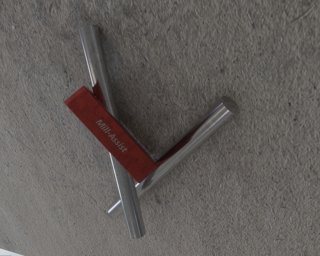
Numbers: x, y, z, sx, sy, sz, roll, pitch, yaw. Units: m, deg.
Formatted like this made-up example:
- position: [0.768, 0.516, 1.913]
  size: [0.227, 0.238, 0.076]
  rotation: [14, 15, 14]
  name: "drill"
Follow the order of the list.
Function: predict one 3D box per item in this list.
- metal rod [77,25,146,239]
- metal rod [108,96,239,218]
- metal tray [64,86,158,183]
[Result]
- position: [-0.061, 0.017, 0.419]
  size: [0.025, 0.025, 0.298]
  rotation: [-2, 109, 29]
  name: "metal rod"
- position: [0.000, 0.058, 0.442]
  size: [0.025, 0.025, 0.298]
  rotation: [42, 129, -1]
  name: "metal rod"
- position: [-0.061, 0.007, 0.403]
  size: [0.030, 0.090, 0.130]
  rotation: [-42, 96, -3]
  name: "metal tray"
